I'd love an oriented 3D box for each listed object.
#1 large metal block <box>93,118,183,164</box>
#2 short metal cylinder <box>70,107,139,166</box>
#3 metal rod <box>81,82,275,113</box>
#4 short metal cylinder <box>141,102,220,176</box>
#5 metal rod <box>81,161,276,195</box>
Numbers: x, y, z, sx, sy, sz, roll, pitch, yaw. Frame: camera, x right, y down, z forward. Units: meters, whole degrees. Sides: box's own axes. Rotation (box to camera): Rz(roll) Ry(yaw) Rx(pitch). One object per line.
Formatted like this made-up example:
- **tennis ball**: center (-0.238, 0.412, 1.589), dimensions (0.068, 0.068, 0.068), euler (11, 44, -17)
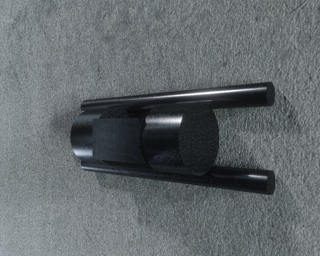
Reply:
- **large metal block**: center (-0.027, 0.014, 0.390), dimensions (0.080, 0.081, 0.050), euler (0, 90, 40)
- **short metal cylinder**: center (-0.076, 0.012, 0.433), dimensions (0.050, 0.081, 0.080), euler (-1, 90, 40)
- **metal rod**: center (-0.003, -0.034, 0.409), dimensions (0.300, 0.025, 0.025), euler (0, 90, 40)
- **short metal cylinder**: center (0.025, 0.012, 0.349), dimensions (0.050, 0.081, 0.080), euler (-1, 90, 40)
- **metal rod**: center (-0.003, 0.056, 0.409), dimensions (0.300, 0.025, 0.025), euler (0, 90, 40)
